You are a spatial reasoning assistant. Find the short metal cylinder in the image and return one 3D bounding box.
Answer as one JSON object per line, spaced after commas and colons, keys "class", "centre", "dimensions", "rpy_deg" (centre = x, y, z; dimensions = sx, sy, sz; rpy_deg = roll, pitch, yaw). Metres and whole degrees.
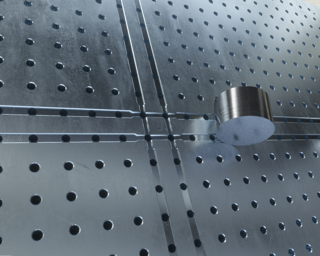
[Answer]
{"class": "short metal cylinder", "centre": [0.120, -0.016, 0.446], "dimensions": [0.081, 0.080, 0.050], "rpy_deg": [15, 56, -20]}
